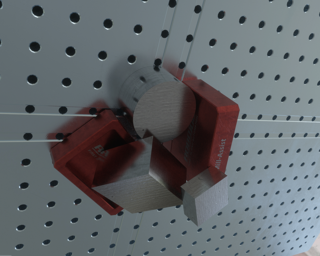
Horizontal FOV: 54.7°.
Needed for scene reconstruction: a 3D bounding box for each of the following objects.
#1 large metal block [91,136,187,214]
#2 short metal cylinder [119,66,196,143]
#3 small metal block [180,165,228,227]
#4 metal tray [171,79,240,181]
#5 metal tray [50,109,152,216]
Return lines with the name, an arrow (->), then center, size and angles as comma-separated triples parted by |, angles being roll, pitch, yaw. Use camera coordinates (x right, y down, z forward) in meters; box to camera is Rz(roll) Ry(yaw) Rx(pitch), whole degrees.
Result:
large metal block -> -0.022, 0.061, 0.382 | 0.080, 0.050, 0.080 | -18, 136, 27
short metal cylinder -> -0.004, -0.029, 0.377 | 0.081, 0.050, 0.079 | -14, 125, -21
small metal block -> 0.054, 0.081, 0.371 | 0.050, 0.025, 0.050 | -29, 130, -25
metal tray -> 0.053, 0.012, 0.407 | 0.030, 0.090, 0.129 | -9, 123, -24
metal tray -> -0.064, 0.049, 0.403 | 0.090, 0.030, 0.130 | -37, 130, -4
